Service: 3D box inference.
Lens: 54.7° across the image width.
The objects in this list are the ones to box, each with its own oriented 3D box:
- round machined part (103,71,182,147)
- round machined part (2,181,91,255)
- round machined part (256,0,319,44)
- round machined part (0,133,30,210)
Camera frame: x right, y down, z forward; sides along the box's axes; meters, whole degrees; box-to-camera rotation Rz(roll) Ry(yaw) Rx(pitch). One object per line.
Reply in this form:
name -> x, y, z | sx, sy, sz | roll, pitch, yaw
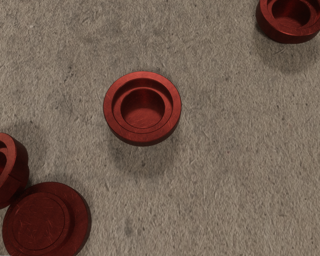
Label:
round machined part -> -0.022, -0.022, 0.407 | 0.099, 0.042, 0.098 | 0, 70, -1
round machined part -> -0.133, 0.110, 0.357 | 0.099, 0.042, 0.098 | 0, 70, -1
round machined part -> 0.192, -0.166, 0.462 | 0.099, 0.042, 0.098 | 0, 70, -1
round machined part -> -0.196, 0.057, 0.363 | 0.098, 0.042, 0.098 | -12, 53, 16
